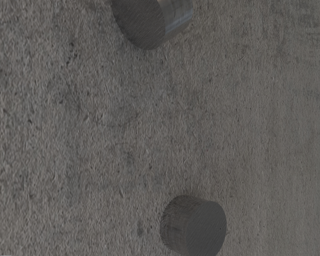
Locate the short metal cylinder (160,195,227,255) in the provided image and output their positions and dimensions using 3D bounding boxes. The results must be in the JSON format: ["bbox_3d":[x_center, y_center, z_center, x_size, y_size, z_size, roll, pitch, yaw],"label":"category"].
[{"bbox_3d":[0.047,0.137,0.428,0.081,0.050,0.080,0,90,-40],"label":"short metal cylinder"}]

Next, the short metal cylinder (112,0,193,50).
[{"bbox_3d":[-0.009,-0.138,0.361,0.050,0.080,0.080,-42,116,-32],"label":"short metal cylinder"}]
